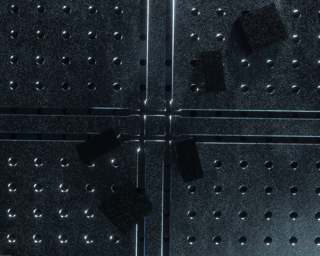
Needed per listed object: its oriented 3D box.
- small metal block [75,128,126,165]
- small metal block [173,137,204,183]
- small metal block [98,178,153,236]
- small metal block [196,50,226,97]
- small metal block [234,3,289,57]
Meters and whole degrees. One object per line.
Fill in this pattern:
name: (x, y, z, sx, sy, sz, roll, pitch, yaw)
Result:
small metal block: (-0.075, 0.022, 0.400, 0.050, 0.050, 0.025, -27, 90, 0)
small metal block: (0.036, 0.039, 0.401, 0.025, 0.050, 0.050, -14, 90, 0)
small metal block: (-0.045, 0.104, 0.413, 0.050, 0.025, 0.050, -42, 91, 0)
small metal block: (0.065, -0.069, 0.402, 0.025, 0.050, 0.050, -7, 90, 0)
small metal block: (0.135, -0.131, 0.415, 0.050, 0.025, 0.050, -23, 90, -1)
